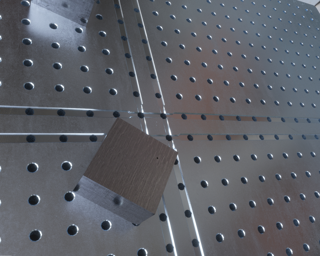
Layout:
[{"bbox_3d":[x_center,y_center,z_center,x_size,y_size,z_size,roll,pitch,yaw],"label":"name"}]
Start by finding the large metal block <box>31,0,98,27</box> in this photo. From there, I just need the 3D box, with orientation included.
[{"bbox_3d":[-0.129,-0.207,0.450,0.080,0.050,0.080,22,54,-16],"label":"large metal block"}]

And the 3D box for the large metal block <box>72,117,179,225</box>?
[{"bbox_3d":[-0.036,0.048,0.344,0.080,0.050,0.080,31,52,-9],"label":"large metal block"}]
